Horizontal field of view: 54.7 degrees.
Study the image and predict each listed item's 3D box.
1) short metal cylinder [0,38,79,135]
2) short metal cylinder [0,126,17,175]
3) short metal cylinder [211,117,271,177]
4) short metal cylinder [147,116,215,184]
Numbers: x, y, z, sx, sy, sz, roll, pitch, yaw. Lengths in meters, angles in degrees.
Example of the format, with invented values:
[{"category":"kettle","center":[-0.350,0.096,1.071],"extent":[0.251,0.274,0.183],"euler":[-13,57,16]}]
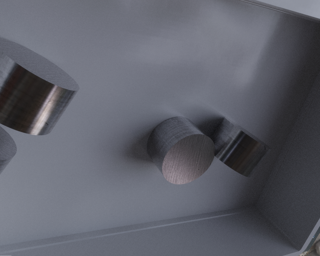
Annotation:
[{"category":"short metal cylinder","center":[-0.123,-0.037,0.283],"extent":[0.080,0.080,0.050],"euler":[28,103,-38]},{"category":"short metal cylinder","center":[-0.185,0.022,0.286],"extent":[0.080,0.080,0.050],"euler":[32,100,-39]},{"category":"short metal cylinder","center":[0.114,0.027,0.455],"extent":[0.080,0.080,0.050],"euler":[25,105,-37]},{"category":"short metal cylinder","center":[0.029,0.031,0.429],"extent":[0.081,0.050,0.079],"euler":[-14,125,-21]}]
